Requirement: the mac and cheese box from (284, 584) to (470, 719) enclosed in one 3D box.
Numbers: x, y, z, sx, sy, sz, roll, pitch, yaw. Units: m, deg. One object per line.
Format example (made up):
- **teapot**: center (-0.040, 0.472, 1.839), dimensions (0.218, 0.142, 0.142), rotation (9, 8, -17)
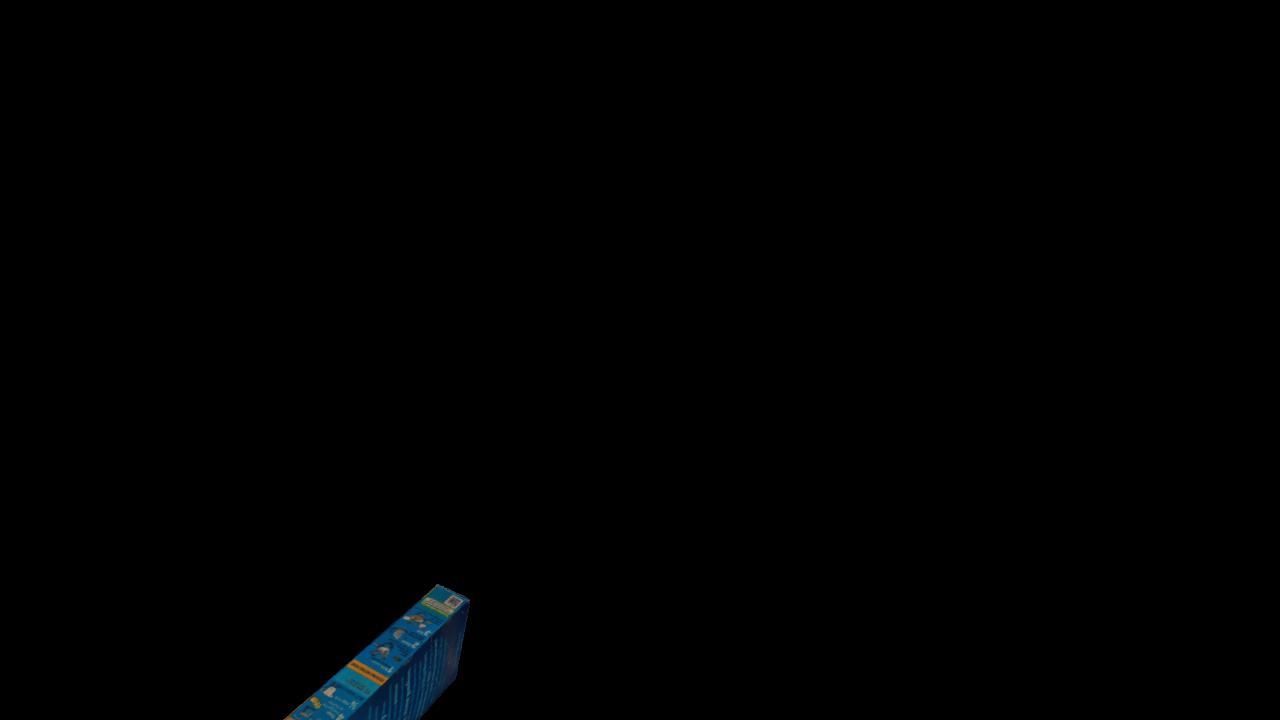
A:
- **mac and cheese box**: center (-0.202, 0.262, 0.461), dimensions (0.041, 0.093, 0.184), rotation (20, 19, 15)
